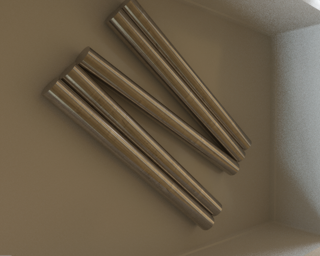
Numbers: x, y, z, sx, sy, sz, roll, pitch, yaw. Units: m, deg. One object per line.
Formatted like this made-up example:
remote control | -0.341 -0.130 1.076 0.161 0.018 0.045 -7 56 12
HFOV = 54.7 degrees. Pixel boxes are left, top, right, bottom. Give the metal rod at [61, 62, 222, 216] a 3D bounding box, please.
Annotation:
metal rod | -0.006 0.032 0.400 0.300 0.025 0.025 45 63 -31

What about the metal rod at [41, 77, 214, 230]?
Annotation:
metal rod | -0.020 0.050 0.388 0.300 0.025 0.025 45 63 -31

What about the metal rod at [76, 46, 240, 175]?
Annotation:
metal rod | 0.017 -0.006 0.419 0.301 0.025 0.025 35 68 -34

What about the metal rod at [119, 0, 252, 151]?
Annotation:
metal rod | 0.051 -0.061 0.447 0.300 0.025 0.025 44 64 -31

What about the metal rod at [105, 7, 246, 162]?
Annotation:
metal rod | 0.038 -0.042 0.436 0.300 0.025 0.025 44 64 -31
